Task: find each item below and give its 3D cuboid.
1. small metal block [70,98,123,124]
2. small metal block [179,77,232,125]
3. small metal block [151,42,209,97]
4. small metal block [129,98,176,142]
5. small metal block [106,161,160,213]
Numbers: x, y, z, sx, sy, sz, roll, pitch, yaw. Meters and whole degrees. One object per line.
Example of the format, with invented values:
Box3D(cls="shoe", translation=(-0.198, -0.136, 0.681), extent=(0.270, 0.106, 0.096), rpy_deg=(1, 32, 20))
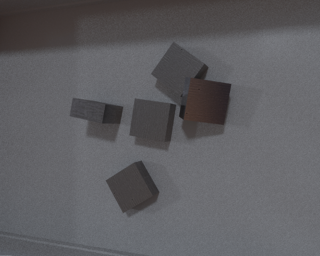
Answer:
Box3D(cls="small metal block", translation=(-0.086, -0.023, 0.428), extent=(0.050, 0.050, 0.025), rpy_deg=(12, 94, 19))
Box3D(cls="small metal block", translation=(0.054, -0.033, 0.377), extent=(0.050, 0.025, 0.050), rpy_deg=(7, 100, -11))
Box3D(cls="small metal block", translation=(0.026, -0.074, 0.401), extent=(0.050, 0.025, 0.050), rpy_deg=(40, 102, 15))
Box3D(cls="small metal block", translation=(-0.009, -0.011, 0.414), extent=(0.050, 0.025, 0.050), rpy_deg=(10, 93, 19))
Box3D(cls="small metal block", translation=(-0.038, 0.080, 0.424), extent=(0.050, 0.025, 0.050), rpy_deg=(-33, 79, 17))
